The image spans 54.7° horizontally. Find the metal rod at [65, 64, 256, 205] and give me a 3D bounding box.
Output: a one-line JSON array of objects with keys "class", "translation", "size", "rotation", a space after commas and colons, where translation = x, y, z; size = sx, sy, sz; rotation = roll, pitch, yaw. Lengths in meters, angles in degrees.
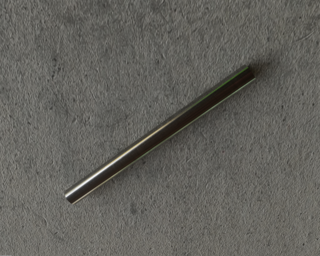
[{"class": "metal rod", "translation": [-0.007, 0.015, 0.417], "size": [0.300, 0.025, 0.025], "rotation": [-35, 107, 11]}]
